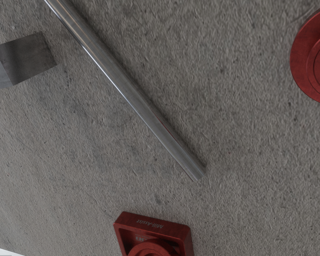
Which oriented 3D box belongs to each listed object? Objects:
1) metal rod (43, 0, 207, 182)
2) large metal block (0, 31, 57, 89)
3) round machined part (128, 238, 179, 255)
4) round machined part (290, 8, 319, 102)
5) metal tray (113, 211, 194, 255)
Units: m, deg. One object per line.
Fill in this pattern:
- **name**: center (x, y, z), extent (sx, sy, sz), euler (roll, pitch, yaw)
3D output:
- **metal rod**: center (-0.041, -0.051, 0.396), extent (0.025, 0.025, 0.300), euler (-33, 101, 38)
- **large metal block**: center (-0.207, -0.090, 0.425), extent (0.080, 0.080, 0.050), euler (-5, 116, 30)
- **round machined part**: center (-0.004, 0.230, 0.505), extent (0.098, 0.042, 0.097), euler (-2, 87, 29)
- **round machined part**: center (0.166, -0.061, 0.271), extent (0.098, 0.042, 0.097), euler (13, 124, 21)
- **metal tray**: center (-0.010, 0.197, 0.530), extent (0.130, 0.030, 0.089), euler (5, 121, 25)
